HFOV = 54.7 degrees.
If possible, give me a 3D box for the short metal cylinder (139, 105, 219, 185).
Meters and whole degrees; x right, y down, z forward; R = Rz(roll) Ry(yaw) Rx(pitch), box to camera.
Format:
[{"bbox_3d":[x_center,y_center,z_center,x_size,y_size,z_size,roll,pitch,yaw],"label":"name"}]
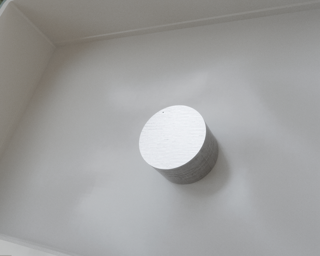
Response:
[{"bbox_3d":[0.023,0.020,0.364,0.080,0.050,0.080,-13,56,20],"label":"short metal cylinder"}]
